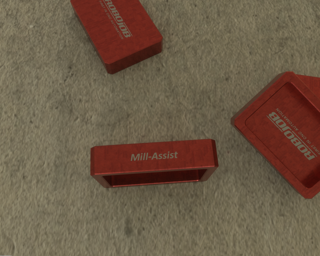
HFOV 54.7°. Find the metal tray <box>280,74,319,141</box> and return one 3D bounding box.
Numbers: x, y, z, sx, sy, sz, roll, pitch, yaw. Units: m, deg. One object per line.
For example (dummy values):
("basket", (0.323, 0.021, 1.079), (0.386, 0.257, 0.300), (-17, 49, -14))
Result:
("metal tray", (0.229, -0.019, 0.415), (0.131, 0.030, 0.090), (9, 70, 3))

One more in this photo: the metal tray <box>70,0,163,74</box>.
("metal tray", (-0.065, -0.154, 0.461), (0.090, 0.030, 0.130), (-27, 73, -10))

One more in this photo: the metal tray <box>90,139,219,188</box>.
("metal tray", (-0.006, 0.044, 0.357), (0.131, 0.090, 0.030), (-4, 70, -2))

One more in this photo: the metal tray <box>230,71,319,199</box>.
("metal tray", (0.162, 0.008, 0.372), (0.090, 0.030, 0.130), (-44, 91, 5))
